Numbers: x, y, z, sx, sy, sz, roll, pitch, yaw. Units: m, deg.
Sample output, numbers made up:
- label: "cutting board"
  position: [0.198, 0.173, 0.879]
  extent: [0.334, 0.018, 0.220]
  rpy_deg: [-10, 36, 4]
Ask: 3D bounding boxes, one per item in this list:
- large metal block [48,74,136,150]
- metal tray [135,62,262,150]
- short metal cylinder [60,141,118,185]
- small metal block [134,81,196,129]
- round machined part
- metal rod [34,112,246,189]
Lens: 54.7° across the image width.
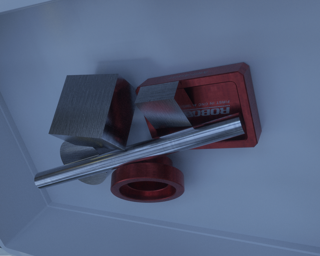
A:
- label: "large metal block"
  position: [-0.081, -0.020, 0.390]
  extent: [0.080, 0.080, 0.050]
  rpy_deg: [4, 162, 27]
- label: "metal tray"
  position: [0.044, -0.020, 0.366]
  extent: [0.130, 0.030, 0.090]
  rpy_deg: [-5, 116, 30]
- label: "short metal cylinder"
  position: [-0.100, 0.038, 0.464]
  extent: [0.080, 0.050, 0.079]
  rpy_deg: [13, 124, 20]
- label: "small metal block"
  position: [0.007, -0.025, 0.358]
  extent: [0.050, 0.025, 0.050]
  rpy_deg: [-5, 143, 30]
- label: "round machined part"
  position: [-0.016, 0.067, 0.423]
  extent: [0.099, 0.042, 0.098]
  rpy_deg: [0, 149, 0]
- label: "metal rod"
  position: [-0.042, 0.036, 0.396]
  extent: [0.300, 0.025, 0.025]
  rpy_deg: [-17, 110, 23]
